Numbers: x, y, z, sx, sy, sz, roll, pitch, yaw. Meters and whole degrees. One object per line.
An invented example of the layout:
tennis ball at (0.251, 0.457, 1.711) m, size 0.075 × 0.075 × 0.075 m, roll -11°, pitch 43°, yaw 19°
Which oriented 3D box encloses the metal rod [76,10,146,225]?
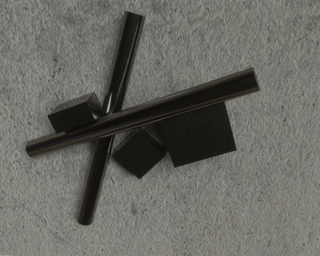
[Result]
metal rod at (-0.070, 0.001, 0.409) m, size 0.025 × 0.025 × 0.298 m, roll 15°, pitch 109°, yaw -6°

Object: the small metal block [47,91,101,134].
small metal block at (-0.104, -0.020, 0.388) m, size 0.050 × 0.050 × 0.025 m, roll -19°, pitch 109°, yaw 6°

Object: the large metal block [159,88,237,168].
large metal block at (0.044, -0.006, 0.395) m, size 0.080 × 0.050 × 0.080 m, roll -17°, pitch 110°, yaw 5°

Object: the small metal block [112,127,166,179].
small metal block at (-0.028, 0.033, 0.422) m, size 0.050 × 0.025 × 0.050 m, roll 42°, pitch 104°, yaw -14°

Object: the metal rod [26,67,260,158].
metal rod at (-0.038, -0.010, 0.362) m, size 0.300 × 0.025 × 0.025 m, roll -16°, pitch 111°, yaw 22°
